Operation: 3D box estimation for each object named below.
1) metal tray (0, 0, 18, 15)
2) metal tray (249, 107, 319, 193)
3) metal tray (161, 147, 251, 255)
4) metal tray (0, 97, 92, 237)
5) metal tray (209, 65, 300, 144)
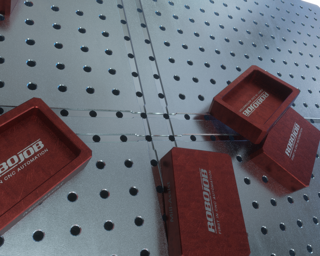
[{"bbox_3d":[-0.228,-0.219,0.416,0.091,0.030,0.130,17,55,-18],"label":"metal tray"},{"bbox_3d":[0.205,0.026,0.498,0.090,0.030,0.130,39,51,-2],"label":"metal tray"},{"bbox_3d":[0.053,0.091,0.377,0.091,0.030,0.130,9,58,-24],"label":"metal tray"},{"bbox_3d":[-0.145,0.037,0.304,0.090,0.030,0.131,45,51,3],"label":"metal tray"},{"bbox_3d":[0.150,-0.042,0.487,0.090,0.030,0.131,36,52,20],"label":"metal tray"}]
